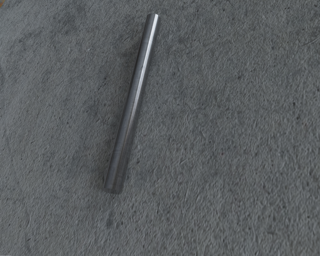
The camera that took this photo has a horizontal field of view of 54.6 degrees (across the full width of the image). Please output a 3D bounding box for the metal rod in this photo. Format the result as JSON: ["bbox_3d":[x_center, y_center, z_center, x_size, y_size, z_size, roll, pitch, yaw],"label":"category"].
[{"bbox_3d":[-0.035,-0.052,0.455,0.025,0.025,0.300,-4,60,26],"label":"metal rod"}]
